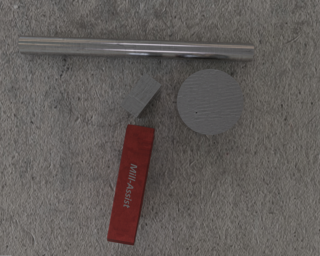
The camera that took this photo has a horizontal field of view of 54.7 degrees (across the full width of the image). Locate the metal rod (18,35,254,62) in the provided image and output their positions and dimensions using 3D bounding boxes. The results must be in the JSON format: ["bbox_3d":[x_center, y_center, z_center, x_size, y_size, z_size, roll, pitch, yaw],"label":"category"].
[{"bbox_3d":[-0.030,-0.105,0.409,0.302,0.025,0.025,2,90,-1],"label":"metal rod"}]

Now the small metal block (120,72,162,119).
[{"bbox_3d":[-0.023,-0.040,0.397,0.025,0.050,0.050,37,90,0],"label":"small metal block"}]

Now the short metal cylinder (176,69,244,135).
[{"bbox_3d":[0.061,-0.032,0.398,0.081,0.050,0.080,0,90,0],"label":"short metal cylinder"}]

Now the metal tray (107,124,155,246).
[{"bbox_3d":[-0.032,0.062,0.377,0.030,0.090,0.129,10,90,0],"label":"metal tray"}]
